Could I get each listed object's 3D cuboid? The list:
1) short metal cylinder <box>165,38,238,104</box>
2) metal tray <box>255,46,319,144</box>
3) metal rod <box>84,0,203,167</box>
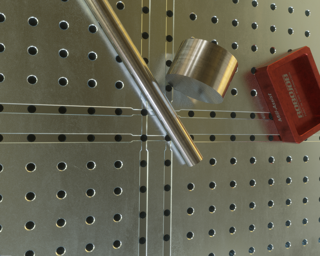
[{"bbox_3d":[0.054,-0.072,0.403,0.080,0.080,0.050,27,81,-18],"label":"short metal cylinder"},{"bbox_3d":[0.214,-0.051,0.488,0.091,0.030,0.129,-28,100,-18],"label":"metal tray"},{"bbox_3d":[-0.029,-0.078,0.401,0.025,0.025,0.299,-35,102,-17],"label":"metal rod"}]
